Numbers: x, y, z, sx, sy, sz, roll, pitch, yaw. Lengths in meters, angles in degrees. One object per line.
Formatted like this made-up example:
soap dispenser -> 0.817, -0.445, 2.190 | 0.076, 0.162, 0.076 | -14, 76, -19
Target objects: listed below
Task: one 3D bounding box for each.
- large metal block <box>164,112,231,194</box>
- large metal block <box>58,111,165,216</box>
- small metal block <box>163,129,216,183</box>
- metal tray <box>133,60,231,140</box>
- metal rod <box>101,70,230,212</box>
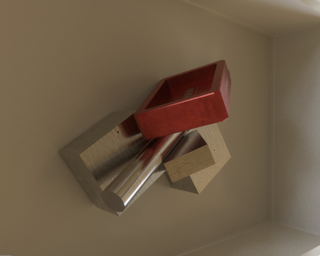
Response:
large metal block -> 0.043, 0.031, 0.427 | 0.080, 0.050, 0.080 | -41, 115, -32
large metal block -> -0.049, 0.036, 0.346 | 0.080, 0.050, 0.080 | -41, 115, -32
small metal block -> 0.029, 0.030, 0.351 | 0.050, 0.050, 0.025 | -24, 109, 1
metal tray -> 0.032, -0.037, 0.356 | 0.130, 0.090, 0.030 | -62, 134, -62
metal rod -> 0.029, -0.011, 0.383 | 0.301, 0.025, 0.025 | -47, 119, -47
